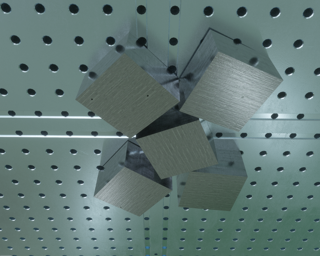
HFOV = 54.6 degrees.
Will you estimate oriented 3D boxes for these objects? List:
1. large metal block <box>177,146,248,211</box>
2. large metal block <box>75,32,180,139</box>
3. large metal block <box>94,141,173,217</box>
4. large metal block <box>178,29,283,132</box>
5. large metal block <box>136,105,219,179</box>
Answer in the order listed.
[{"bbox_3d":[0.073,0.076,0.460,0.080,0.050,0.079,6,130,-6],"label":"large metal block"},{"bbox_3d":[-0.035,-0.046,0.355,0.080,0.050,0.080,-36,121,27],"label":"large metal block"},{"bbox_3d":[-0.039,0.077,0.458,0.080,0.050,0.080,31,123,-23],"label":"large metal block"},{"bbox_3d":[0.074,-0.051,0.351,0.080,0.050,0.080,18,128,-19],"label":"large metal block"},{"bbox_3d":[0.023,0.014,0.406,0.080,0.050,0.080,-18,128,14],"label":"large metal block"}]
